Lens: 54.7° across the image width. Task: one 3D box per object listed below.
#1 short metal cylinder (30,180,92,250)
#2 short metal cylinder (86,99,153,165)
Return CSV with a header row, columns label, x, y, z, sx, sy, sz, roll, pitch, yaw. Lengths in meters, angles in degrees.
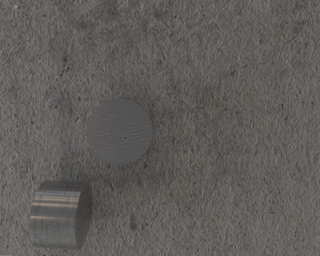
label,x,y,z,sx,sy,sz,roll,pitch,yaw
short metal cylinder,-0.119,0.106,0.382,0.050,0.080,0.080,3,90,0
short metal cylinder,-0.049,0.004,0.397,0.081,0.050,0.080,0,90,0
